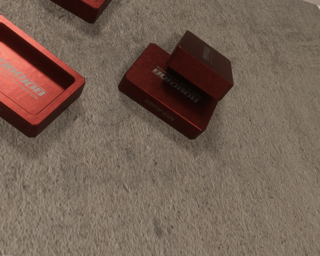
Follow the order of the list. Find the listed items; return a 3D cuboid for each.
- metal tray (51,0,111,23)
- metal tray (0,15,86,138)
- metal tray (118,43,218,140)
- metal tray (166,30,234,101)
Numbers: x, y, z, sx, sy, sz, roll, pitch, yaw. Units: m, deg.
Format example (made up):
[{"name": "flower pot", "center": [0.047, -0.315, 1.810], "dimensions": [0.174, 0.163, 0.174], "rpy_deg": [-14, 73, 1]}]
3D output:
[{"name": "metal tray", "center": [-0.114, -0.228, 0.479], "dimensions": [0.090, 0.030, 0.130], "rpy_deg": [29, 52, -10]}, {"name": "metal tray", "center": [-0.164, -0.061, 0.349], "dimensions": [0.130, 0.030, 0.090], "rpy_deg": [38, 51, -3]}, {"name": "metal tray", "center": [0.018, -0.054, 0.445], "dimensions": [0.130, 0.030, 0.090], "rpy_deg": [35, 51, -6]}, {"name": "metal tray", "center": [0.063, -0.098, 0.464], "dimensions": [0.090, 0.030, 0.130], "rpy_deg": [34, 27, -7]}]
